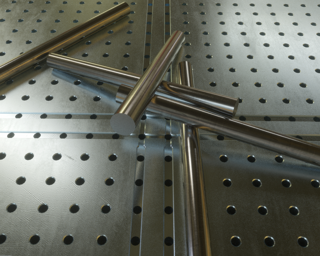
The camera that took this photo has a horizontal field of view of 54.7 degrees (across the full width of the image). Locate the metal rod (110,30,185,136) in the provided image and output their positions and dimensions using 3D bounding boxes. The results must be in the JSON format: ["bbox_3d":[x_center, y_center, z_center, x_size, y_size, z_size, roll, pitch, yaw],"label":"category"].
[{"bbox_3d":[-0.002,-0.081,0.419,0.025,0.025,0.301,11,33,8],"label":"metal rod"}]

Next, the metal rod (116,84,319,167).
[{"bbox_3d":[0.092,0.001,0.382,0.301,0.025,0.025,18,52,4],"label":"metal rod"}]

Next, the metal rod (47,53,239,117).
[{"bbox_3d":[-0.039,-0.066,0.441,0.301,0.025,0.025,17,52,22],"label":"metal rod"}]

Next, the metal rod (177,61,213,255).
[{"bbox_3d":[0.039,0.019,0.391,0.025,0.025,0.300,0,50,0],"label":"metal rod"}]

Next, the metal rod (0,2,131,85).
[{"bbox_3d":[-0.166,-0.147,0.528,0.025,0.025,0.302,35,58,25],"label":"metal rod"}]
